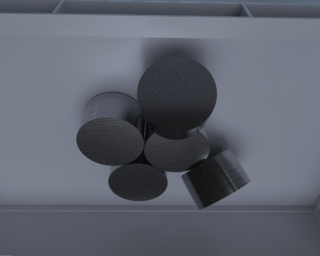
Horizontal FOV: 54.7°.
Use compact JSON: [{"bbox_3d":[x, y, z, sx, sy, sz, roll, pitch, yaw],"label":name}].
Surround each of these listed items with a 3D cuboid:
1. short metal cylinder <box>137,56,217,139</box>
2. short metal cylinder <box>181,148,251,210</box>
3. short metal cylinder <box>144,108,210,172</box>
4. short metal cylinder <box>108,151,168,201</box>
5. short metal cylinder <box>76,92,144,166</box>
[{"bbox_3d":[0.018,-0.030,0.336,0.081,0.080,0.050,-2,169,1],"label":"short metal cylinder"},{"bbox_3d":[0.075,0.070,0.424,0.080,0.050,0.080,-28,168,-7],"label":"short metal cylinder"},{"bbox_3d":[0.021,0.012,0.401,0.081,0.050,0.079,0,130,0],"label":"short metal cylinder"},{"bbox_3d":[-0.030,0.059,0.440,0.081,0.050,0.079,0,130,0],"label":"short metal cylinder"},{"bbox_3d":[-0.060,0.002,0.391,0.081,0.050,0.079,0,130,0],"label":"short metal cylinder"}]
